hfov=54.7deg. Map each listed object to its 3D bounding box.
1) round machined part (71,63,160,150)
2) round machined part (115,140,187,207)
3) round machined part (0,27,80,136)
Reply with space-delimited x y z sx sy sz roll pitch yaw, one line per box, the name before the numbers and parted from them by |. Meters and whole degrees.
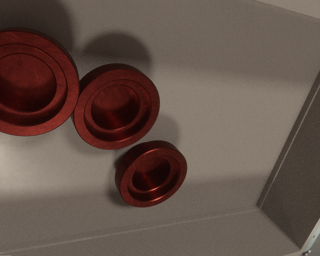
round machined part | -0.053 -0.027 0.353 0.099 0.042 0.097 -14 125 -21
round machined part | -0.016 0.058 0.427 0.099 0.042 0.097 -14 125 -21
round machined part | -0.127 -0.045 0.292 0.099 0.042 0.097 -6 116 -13
